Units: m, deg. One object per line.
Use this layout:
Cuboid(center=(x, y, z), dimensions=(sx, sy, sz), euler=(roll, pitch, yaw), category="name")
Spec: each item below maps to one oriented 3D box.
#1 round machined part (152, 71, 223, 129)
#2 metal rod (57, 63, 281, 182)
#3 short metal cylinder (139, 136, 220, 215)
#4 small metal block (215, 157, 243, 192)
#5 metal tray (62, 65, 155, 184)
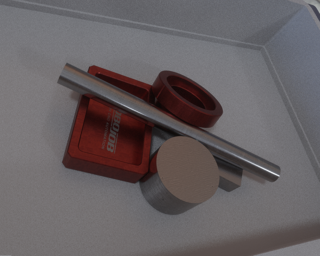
Cuboid(center=(0.031, -0.032, 0.415), dimensions=(0.098, 0.042, 0.098), euler=(26, 27, -14), category="round machined part")
Cuboid(center=(0.024, 0.001, 0.380), dimensions=(0.302, 0.025, 0.025), euler=(25, 53, -16), category="metal rod")
Cuboid(center=(0.022, 0.056, 0.366), dimensions=(0.081, 0.050, 0.080), euler=(14, 56, -21), category="short metal cylinder")
Cuboid(center=(0.084, 0.051, 0.419), dimensions=(0.050, 0.025, 0.050), euler=(28, 52, -11), category="small metal block")
Cuboid(center=(-0.056, -0.007, 0.374), dimensions=(0.091, 0.030, 0.130), euler=(17, 55, -19), category="metal tray")
